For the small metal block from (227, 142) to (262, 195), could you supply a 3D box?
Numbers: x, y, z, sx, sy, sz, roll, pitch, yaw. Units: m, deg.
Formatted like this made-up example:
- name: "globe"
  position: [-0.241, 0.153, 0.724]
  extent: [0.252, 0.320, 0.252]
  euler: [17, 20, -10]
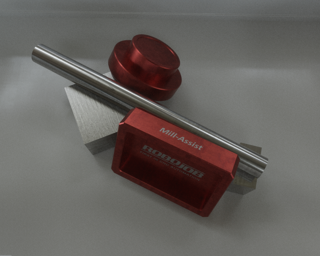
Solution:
- name: "small metal block"
  position: [0.100, 0.051, 0.377]
  extent: [0.025, 0.050, 0.050]
  euler: [14, 71, 5]

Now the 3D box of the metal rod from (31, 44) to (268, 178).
- name: "metal rod"
  position: [-0.019, -0.024, 0.362]
  extent: [0.301, 0.025, 0.025]
  euler: [28, 72, 9]

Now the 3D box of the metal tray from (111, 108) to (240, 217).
- name: "metal tray"
  position: [0.012, 0.042, 0.355]
  extent: [0.130, 0.089, 0.030]
  euler: [25, 45, 8]

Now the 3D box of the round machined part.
- name: "round machined part"
  position: [-0.013, -0.084, 0.402]
  extent: [0.099, 0.042, 0.098]
  euler: [22, 39, -18]

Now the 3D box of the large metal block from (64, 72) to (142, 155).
- name: "large metal block"
  position: [-0.066, -0.022, 0.402]
  extent: [0.080, 0.050, 0.080]
  euler: [-21, 72, -8]
